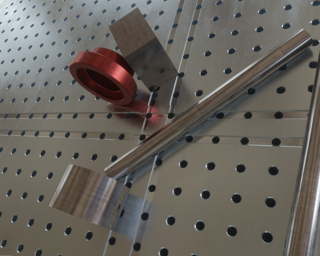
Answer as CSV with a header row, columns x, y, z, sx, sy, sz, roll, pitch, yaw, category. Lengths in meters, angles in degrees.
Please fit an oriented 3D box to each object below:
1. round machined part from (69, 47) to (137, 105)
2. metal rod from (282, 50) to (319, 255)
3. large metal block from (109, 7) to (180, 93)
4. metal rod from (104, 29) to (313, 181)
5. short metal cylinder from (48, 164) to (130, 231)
x,y,z,sx,sy,sz,roll,pitch,yaw,category
-0.077,-0.078,0.448,0.098,0.098,0.042,13,66,33,round machined part
0.164,0.002,0.320,0.025,0.025,0.300,7,65,31,metal rod
-0.023,-0.113,0.453,0.050,0.080,0.080,-32,52,8,large metal block
0.058,-0.025,0.392,0.300,0.025,0.025,-36,52,4,metal rod
-0.082,0.082,0.364,0.080,0.080,0.050,8,66,31,short metal cylinder
